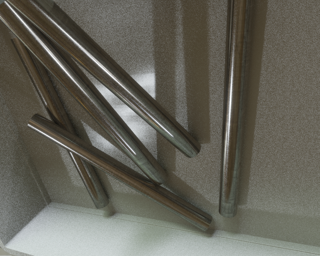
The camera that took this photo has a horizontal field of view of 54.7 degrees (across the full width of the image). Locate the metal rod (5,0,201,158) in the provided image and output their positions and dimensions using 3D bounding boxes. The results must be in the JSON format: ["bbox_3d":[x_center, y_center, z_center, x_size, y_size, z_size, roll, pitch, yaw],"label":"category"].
[{"bbox_3d":[-0.043,-0.047,0.308,0.025,0.025,0.300,-14,141,33],"label":"metal rod"}]

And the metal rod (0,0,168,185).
[{"bbox_3d":[-0.064,-0.016,0.352,0.025,0.025,0.300,-3,142,29],"label":"metal rod"}]

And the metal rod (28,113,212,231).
[{"bbox_3d":[-0.059,0.065,0.459,0.301,0.025,0.025,31,129,0],"label":"metal rod"}]

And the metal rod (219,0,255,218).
[{"bbox_3d":[0.085,-0.013,0.354,0.025,0.025,0.298,10,123,23],"label":"metal rod"}]

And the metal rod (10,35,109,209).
[{"bbox_3d":[-0.148,0.003,0.485,0.025,0.025,0.298,-6,116,31],"label":"metal rod"}]
